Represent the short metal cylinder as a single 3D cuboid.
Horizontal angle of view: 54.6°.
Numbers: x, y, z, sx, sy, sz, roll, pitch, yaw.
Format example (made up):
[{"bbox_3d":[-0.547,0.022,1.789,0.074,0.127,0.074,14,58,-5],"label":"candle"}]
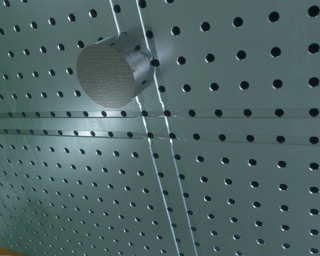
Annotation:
[{"bbox_3d":[-0.054,-0.070,0.381,0.080,0.050,0.080,13,124,21],"label":"short metal cylinder"}]
